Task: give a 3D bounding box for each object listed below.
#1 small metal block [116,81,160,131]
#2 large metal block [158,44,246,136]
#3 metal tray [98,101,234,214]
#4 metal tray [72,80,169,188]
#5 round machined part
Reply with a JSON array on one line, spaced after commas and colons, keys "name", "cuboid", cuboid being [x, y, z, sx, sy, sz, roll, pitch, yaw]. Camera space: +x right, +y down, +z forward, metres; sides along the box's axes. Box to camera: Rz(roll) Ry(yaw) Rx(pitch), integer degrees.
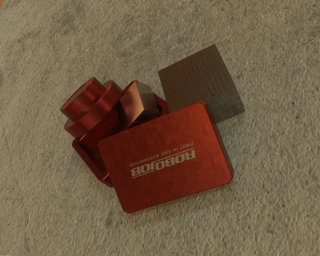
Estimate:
[{"name": "small metal block", "cuboid": [-0.031, -0.024, 0.407, 0.050, 0.025, 0.050, -46, 47, 33]}, {"name": "large metal block", "cuboid": [0.051, -0.047, 0.392, 0.080, 0.050, 0.080, -24, 53, 13]}, {"name": "metal tray", "cuboid": [0.006, 0.034, 0.349, 0.130, 0.030, 0.090, -21, 90, 16]}, {"name": "metal tray", "cuboid": [-0.049, 0.005, 0.424, 0.130, 0.030, 0.090, -46, 51, -4]}, {"name": "round machined part", "cuboid": [-0.104, -0.035, 0.444, 0.098, 0.042, 0.098, -37, 22, 18]}]
